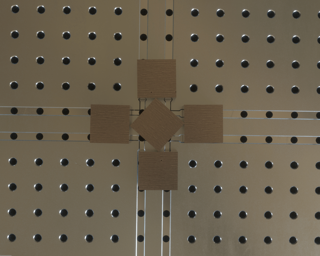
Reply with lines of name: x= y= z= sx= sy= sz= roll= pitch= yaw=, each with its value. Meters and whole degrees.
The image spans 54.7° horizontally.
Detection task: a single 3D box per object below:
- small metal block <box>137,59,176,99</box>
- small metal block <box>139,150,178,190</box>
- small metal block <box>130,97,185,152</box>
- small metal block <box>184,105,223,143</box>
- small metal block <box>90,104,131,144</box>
small metal block: x=-0.004 y=-0.064 z=0.413 sx=0.050 sy=0.025 sz=0.050 roll=-1 pitch=90 yaw=-1
small metal block: x=-0.002 y=0.056 z=0.413 sx=0.050 sy=0.025 sz=0.050 roll=0 pitch=90 yaw=-1
small metal block: x=-0.004 y=-0.005 z=0.413 sx=0.050 sy=0.025 sz=0.050 roll=42 pitch=90 yaw=-1
small metal block: x=0.057 y=-0.005 z=0.414 sx=0.050 sy=0.025 sz=0.050 roll=0 pitch=90 yaw=-1
small metal block: x=-0.065 y=-0.005 z=0.412 sx=0.050 sy=0.025 sz=0.050 roll=1 pitch=90 yaw=-1
